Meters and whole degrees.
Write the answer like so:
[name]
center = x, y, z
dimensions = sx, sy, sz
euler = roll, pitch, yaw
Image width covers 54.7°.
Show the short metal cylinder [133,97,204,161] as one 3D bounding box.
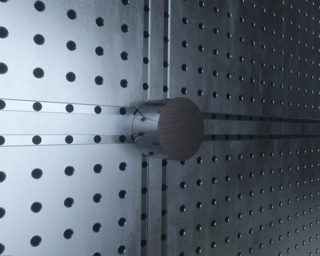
[short metal cylinder]
center = 0.012, 0.001, 0.404
dimensions = 0.081, 0.050, 0.079
euler = 0, 90, -40
